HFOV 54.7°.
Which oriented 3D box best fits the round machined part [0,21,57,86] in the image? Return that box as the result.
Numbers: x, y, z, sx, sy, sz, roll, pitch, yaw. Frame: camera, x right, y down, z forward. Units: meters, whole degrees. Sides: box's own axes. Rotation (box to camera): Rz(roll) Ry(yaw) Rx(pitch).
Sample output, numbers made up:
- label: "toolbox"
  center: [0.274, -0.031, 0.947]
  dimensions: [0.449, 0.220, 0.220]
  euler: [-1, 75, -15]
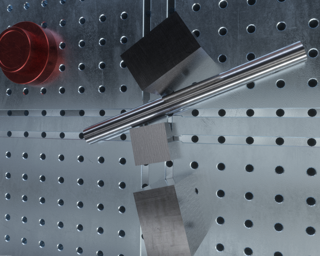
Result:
- label: "round machined part"
  center: [-0.213, -0.117, 0.479]
  dimensions: [0.098, 0.042, 0.097]
  euler: [0, 90, 20]

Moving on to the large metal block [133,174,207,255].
- label: "large metal block"
  center: [0.015, 0.106, 0.378]
  dimensions: [0.050, 0.080, 0.080]
  euler: [-15, 85, 19]

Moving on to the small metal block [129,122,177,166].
- label: "small metal block"
  center: [-0.009, 0.021, 0.416]
  dimensions: [0.050, 0.025, 0.050]
  euler: [-11, 86, 19]

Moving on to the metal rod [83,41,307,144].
- label: "metal rod"
  center: [0.030, -0.038, 0.401]
  dimensions: [0.300, 0.025, 0.025]
  euler: [-21, 83, 18]

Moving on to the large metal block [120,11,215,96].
- label: "large metal block"
  center: [0.012, -0.085, 0.379]
  dimensions: [0.080, 0.080, 0.050]
  euler: [-35, 79, 17]
